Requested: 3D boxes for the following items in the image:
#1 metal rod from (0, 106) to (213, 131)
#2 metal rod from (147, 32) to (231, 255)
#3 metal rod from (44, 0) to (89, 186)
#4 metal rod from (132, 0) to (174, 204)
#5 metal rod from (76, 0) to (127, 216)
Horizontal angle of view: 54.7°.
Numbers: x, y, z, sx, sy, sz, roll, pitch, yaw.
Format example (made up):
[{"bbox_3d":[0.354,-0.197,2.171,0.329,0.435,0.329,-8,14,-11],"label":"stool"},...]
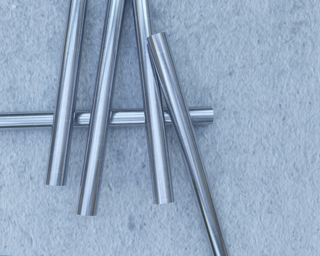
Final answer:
[{"bbox_3d":[-0.082,-0.012,0.408,0.302,0.025,0.025,-2,90,-1],"label":"metal rod"},{"bbox_3d":[0.039,0.031,0.391,0.025,0.025,0.298,-17,98,0],"label":"metal rod"},{"bbox_3d":[-0.113,-0.079,0.390,0.025,0.025,0.298,5,83,-1],"label":"metal rod"},{"bbox_3d":[-0.012,-0.058,0.389,0.025,0.025,0.298,-6,82,-1],"label":"metal rod"},{"bbox_3d":[-0.070,-0.045,0.387,0.025,0.025,0.298,7,81,-1],"label":"metal rod"}]
